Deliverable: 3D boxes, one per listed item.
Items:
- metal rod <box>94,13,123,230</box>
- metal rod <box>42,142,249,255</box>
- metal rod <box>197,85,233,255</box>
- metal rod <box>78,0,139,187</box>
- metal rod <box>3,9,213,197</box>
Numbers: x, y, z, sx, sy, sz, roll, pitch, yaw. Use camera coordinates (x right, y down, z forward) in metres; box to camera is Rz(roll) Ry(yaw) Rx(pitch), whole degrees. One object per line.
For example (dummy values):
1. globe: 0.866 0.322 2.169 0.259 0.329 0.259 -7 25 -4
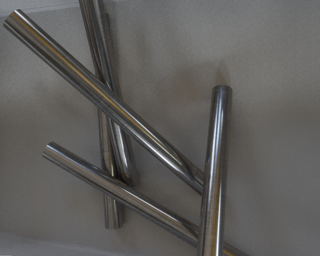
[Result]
1. metal rod: -0.074 -0.011 0.435 0.025 0.025 0.298 -5 89 19
2. metal rod: -0.021 0.099 0.397 0.301 0.025 0.025 28 99 10
3. metal rod: 0.054 0.085 0.318 0.025 0.025 0.299 0 61 19
4. metal rod: -0.062 -0.059 0.366 0.025 0.025 0.298 0 115 20
5. metal rod: -0.044 -0.016 0.355 0.300 0.025 0.025 42 105 -13
